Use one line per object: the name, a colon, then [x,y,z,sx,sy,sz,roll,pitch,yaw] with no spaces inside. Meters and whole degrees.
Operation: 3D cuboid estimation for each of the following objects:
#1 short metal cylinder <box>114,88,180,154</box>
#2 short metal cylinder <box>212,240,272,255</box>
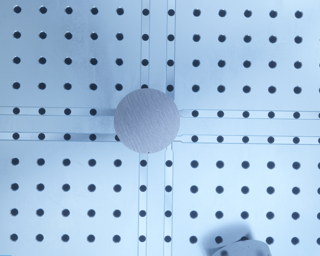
short metal cylinder: [-0.016,-0.009,0.401,0.081,0.050,0.079,0,90,0]
short metal cylinder: [0.106,0.184,0.387,0.080,0.080,0.050,-21,90,0]
